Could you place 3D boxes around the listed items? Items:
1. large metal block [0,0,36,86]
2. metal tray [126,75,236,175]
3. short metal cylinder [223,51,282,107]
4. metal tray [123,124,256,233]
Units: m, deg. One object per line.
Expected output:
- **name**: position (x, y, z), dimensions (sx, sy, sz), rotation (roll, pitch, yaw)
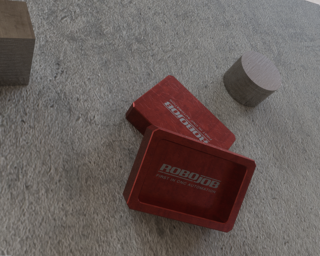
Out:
- **large metal block**: position (-0.182, -0.086, 0.323), dimensions (0.081, 0.080, 0.050), rotation (-8, 66, -32)
- **metal tray**: position (0.030, -0.001, 0.417), dimensions (0.130, 0.030, 0.090), rotation (44, 51, 2)
- **short metal cylinder**: position (0.155, -0.082, 0.521), dimensions (0.081, 0.050, 0.080), rotation (14, 56, -21)
- **metal tray**: position (0.035, 0.059, 0.351), dimensions (0.131, 0.030, 0.090), rotation (19, 92, -17)
